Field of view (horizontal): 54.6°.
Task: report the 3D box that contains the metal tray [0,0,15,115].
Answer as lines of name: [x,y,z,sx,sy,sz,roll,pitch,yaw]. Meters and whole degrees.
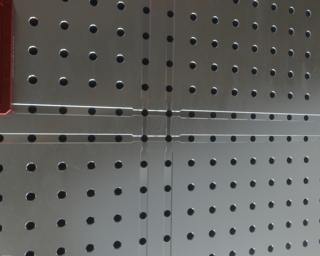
metal tray: [-0.208,-0.080,0.333,0.091,0.030,0.129,1,90,-20]
